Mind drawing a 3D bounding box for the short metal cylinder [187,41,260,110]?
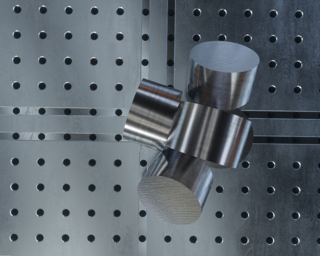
[{"bbox_3d":[0.075,-0.066,0.379,0.081,0.080,0.050,2,130,0],"label":"short metal cylinder"}]

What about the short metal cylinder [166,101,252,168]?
[{"bbox_3d":[0.052,0.007,0.335,0.080,0.080,0.050,17,90,0],"label":"short metal cylinder"}]

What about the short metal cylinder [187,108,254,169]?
[{"bbox_3d":[0.073,0.010,0.400,0.081,0.050,0.080,0,89,0],"label":"short metal cylinder"}]

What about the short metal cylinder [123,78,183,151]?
[{"bbox_3d":[-0.009,-0.016,0.385,0.050,0.080,0.080,19,90,0],"label":"short metal cylinder"}]

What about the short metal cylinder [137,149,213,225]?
[{"bbox_3d":[0.019,0.072,0.380,0.080,0.050,0.079,14,129,18],"label":"short metal cylinder"}]
